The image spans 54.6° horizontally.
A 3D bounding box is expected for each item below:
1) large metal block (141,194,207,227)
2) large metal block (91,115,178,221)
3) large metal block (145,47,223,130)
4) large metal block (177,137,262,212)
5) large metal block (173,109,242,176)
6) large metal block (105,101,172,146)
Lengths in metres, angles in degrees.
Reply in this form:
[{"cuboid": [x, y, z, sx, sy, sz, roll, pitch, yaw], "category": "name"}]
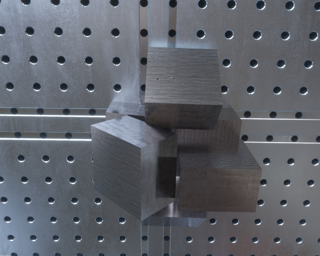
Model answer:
[{"cuboid": [0.016, 0.100, 0.415, 0.080, 0.050, 0.080, 2, 155, -1], "category": "large metal block"}, {"cuboid": [-0.029, 0.039, 0.336, 0.080, 0.050, 0.079, 20, 118, 41], "category": "large metal block"}, {"cuboid": [0.025, -0.046, 0.360, 0.080, 0.080, 0.050, 2, 148, -1], "category": "large metal block"}, {"cuboid": [0.059, 0.049, 0.349, 0.080, 0.080, 0.050, 1, 110, -1], "category": "large metal block"}, {"cuboid": [0.056, 0.018, 0.407, 0.080, 0.050, 0.079, 3, 110, -1], "category": "large metal block"}, {"cuboid": [-0.029, 0.014, 0.405, 0.080, 0.050, 0.079, 6, 110, -3], "category": "large metal block"}]
